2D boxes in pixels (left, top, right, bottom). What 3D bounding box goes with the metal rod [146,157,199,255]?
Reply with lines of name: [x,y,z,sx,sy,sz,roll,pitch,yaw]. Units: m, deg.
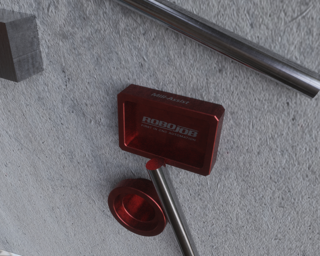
metal rod: [0.037,0.168,0.469,0.025,0.025,0.298,-2,124,28]

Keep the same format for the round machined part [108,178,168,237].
round machined part: [-0.028,0.118,0.482,0.098,0.042,0.097,13,124,20]

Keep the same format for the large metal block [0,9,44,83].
large metal block: [-0.217,-0.117,0.430,0.080,0.050,0.079,16,125,18]

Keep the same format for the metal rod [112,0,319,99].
metal rod: [0.024,-0.111,0.324,0.301,0.025,0.025,29,128,9]

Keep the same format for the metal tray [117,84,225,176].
metal tray: [0.010,0.002,0.397,0.130,0.030,0.089,15,125,19]
